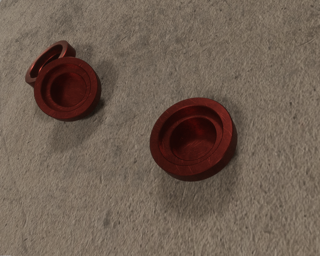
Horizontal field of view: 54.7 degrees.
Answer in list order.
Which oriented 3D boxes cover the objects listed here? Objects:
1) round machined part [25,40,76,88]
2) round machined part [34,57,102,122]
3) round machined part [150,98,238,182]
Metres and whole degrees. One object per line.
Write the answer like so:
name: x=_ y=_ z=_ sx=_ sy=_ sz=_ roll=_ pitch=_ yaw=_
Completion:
round machined part: x=-0.184 y=-0.103 z=0.542 sx=0.098 sy=0.042 sz=0.098 roll=-22 pitch=45 yaw=24
round machined part: x=-0.139 y=-0.057 z=0.482 sx=0.099 sy=0.042 sz=0.098 roll=-1 pitch=79 yaw=4
round machined part: x=0.041 y=0.016 z=0.361 sx=0.098 sy=0.042 sz=0.098 roll=-13 pitch=56 yaw=20
